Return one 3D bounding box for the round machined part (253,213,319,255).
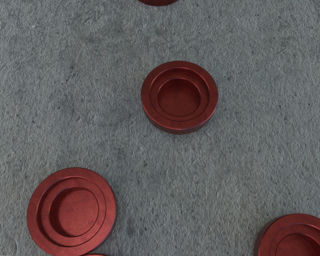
[{"bbox_3d":[0.153,0.147,0.346,0.099,0.042,0.098,0,70,0],"label":"round machined part"}]

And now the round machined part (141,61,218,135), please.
[{"bbox_3d":[0.025,-0.037,0.413,0.099,0.042,0.098,0,70,0],"label":"round machined part"}]

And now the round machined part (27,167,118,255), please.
[{"bbox_3d":[-0.098,0.098,0.362,0.099,0.042,0.098,0,70,0],"label":"round machined part"}]

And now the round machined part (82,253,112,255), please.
[{"bbox_3d":[-0.070,0.186,0.330,0.099,0.042,0.098,0,70,0],"label":"round machined part"}]

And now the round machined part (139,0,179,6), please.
[{"bbox_3d":[-0.003,-0.246,0.489,0.099,0.042,0.098,0,70,0],"label":"round machined part"}]
